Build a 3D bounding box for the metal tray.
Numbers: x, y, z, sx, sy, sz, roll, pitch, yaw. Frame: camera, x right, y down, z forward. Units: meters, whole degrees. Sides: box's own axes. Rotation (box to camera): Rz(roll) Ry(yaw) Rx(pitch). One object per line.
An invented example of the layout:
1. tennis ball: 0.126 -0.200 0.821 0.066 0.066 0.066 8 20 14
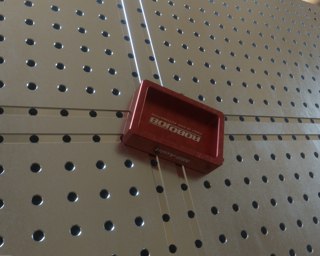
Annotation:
1. metal tray: 0.023 -0.001 0.417 0.131 0.030 0.090 22 54 -15
